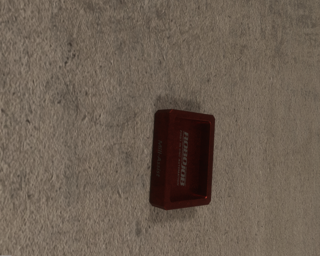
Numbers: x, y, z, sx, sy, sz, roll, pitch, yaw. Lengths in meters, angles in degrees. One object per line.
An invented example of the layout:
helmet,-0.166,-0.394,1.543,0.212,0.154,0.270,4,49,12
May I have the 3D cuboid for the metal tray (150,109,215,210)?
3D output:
metal tray,0.034,0.043,0.431,0.091,0.030,0.129,6,87,-40
